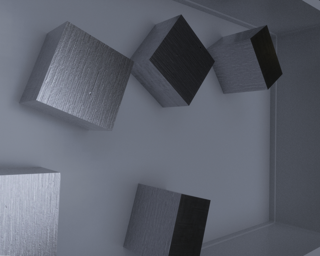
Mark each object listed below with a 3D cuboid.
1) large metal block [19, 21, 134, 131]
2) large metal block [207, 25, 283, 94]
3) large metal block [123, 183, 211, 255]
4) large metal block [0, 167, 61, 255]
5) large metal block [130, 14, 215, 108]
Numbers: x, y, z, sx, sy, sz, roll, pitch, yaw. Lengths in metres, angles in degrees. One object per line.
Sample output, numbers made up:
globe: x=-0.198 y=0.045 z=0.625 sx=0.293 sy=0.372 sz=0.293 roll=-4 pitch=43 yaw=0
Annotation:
large metal block: x=-0.083 y=-0.048 z=0.320 sx=0.080 sy=0.050 sz=0.080 roll=26 pitch=74 yaw=-37
large metal block: x=0.130 y=-0.103 z=0.479 sx=0.050 sy=0.080 sz=0.080 roll=-41 pitch=115 yaw=-32
large metal block: x=0.007 y=0.117 z=0.377 sx=0.050 sy=0.080 sz=0.080 roll=22 pitch=77 yaw=-38
large metal block: x=-0.139 y=0.078 z=0.274 sx=0.081 sy=0.050 sz=0.080 roll=4 pitch=88 yaw=-40
large metal block: x=0.015 y=-0.084 z=0.403 sx=0.080 sy=0.050 sz=0.080 roll=46 pitch=63 yaw=-30
